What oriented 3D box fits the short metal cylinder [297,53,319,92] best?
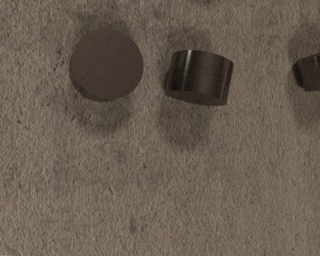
[{"bbox_3d":[0.260,-0.093,0.478,0.081,0.080,0.050,-21,98,-19],"label":"short metal cylinder"}]

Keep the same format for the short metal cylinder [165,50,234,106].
[{"bbox_3d":[0.050,-0.062,0.399,0.081,0.080,0.050,13,86,-20],"label":"short metal cylinder"}]

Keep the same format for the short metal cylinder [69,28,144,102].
[{"bbox_3d":[-0.066,-0.072,0.372,0.081,0.050,0.079,0,90,-21],"label":"short metal cylinder"}]
